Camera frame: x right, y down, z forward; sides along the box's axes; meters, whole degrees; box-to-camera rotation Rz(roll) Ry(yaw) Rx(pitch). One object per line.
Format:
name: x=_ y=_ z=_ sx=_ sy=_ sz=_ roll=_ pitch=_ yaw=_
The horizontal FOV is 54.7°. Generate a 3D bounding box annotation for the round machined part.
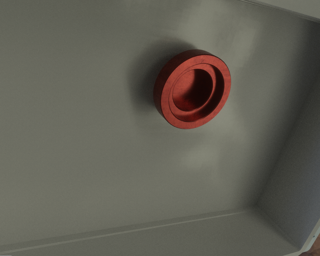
round machined part: x=0.036 y=-0.051 z=0.388 sx=0.099 sy=0.042 sz=0.097 roll=-14 pitch=124 yaw=-21
